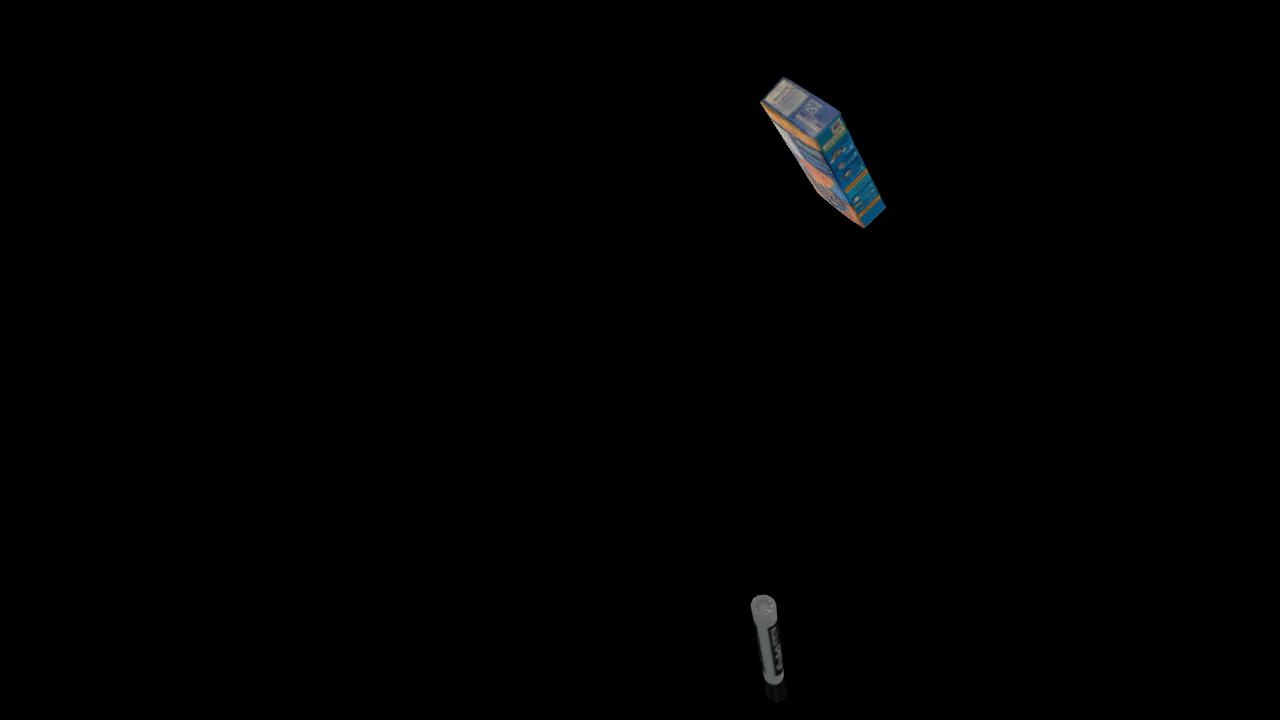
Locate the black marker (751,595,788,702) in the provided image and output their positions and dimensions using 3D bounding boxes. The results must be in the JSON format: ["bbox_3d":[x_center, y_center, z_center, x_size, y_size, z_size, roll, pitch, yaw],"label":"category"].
[{"bbox_3d":[0.103,0.233,0.488,0.020,0.121,0.020,-10,31,6],"label":"black marker"}]

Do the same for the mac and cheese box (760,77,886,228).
[{"bbox_3d":[0.206,-0.224,0.680,0.184,0.041,0.093,29,19,-51],"label":"mac and cheese box"}]
